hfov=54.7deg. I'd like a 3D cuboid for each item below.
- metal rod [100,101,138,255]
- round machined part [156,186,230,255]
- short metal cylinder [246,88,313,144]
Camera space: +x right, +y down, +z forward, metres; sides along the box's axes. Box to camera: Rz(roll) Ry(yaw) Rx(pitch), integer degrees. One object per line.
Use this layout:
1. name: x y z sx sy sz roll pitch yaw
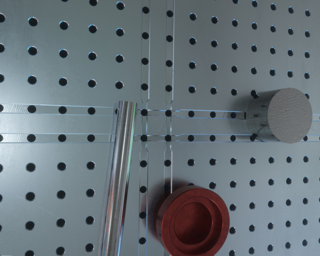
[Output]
1. metal rod: -0.057 0.115 0.391 0.025 0.025 0.298 7 88 -20
2. round machined part: 0.041 0.126 0.419 0.099 0.042 0.097 0 90 -20
3. short metal cylinder: 0.178 -0.018 0.465 0.081 0.050 0.080 0 90 -20
